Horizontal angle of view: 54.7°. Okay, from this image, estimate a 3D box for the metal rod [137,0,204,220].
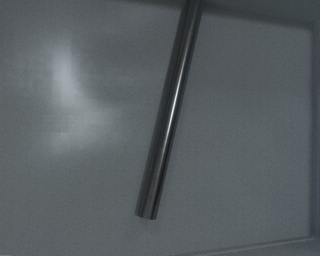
[{"bbox_3d":[0.016,-0.029,0.417,0.025,0.025,0.298,15,85,-20],"label":"metal rod"}]
